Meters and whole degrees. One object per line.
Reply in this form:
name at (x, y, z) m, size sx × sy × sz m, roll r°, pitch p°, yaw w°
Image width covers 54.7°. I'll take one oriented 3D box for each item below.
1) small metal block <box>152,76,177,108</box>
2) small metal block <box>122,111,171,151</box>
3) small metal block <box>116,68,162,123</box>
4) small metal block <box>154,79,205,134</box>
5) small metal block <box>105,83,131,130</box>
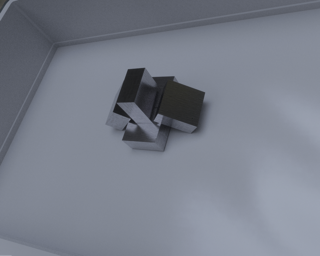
small metal block at (-0.004, -0.044, 0.431) m, size 0.050 × 0.025 × 0.050 m, roll 3°, pitch 63°, yaw 29°
small metal block at (-0.016, 0.001, 0.411) m, size 0.050 × 0.025 × 0.050 m, roll 3°, pitch 63°, yaw 29°
small metal block at (-0.025, -0.040, 0.392) m, size 0.025 × 0.050 × 0.050 m, roll 1°, pitch 62°, yaw 28°
small metal block at (0.025, -0.027, 0.392) m, size 0.050 × 0.025 × 0.050 m, roll 19°, pitch 67°, yaw -7°
small metal block at (-0.052, -0.030, 0.432) m, size 0.050 × 0.025 × 0.050 m, roll 139°, pitch 150°, yaw -62°
